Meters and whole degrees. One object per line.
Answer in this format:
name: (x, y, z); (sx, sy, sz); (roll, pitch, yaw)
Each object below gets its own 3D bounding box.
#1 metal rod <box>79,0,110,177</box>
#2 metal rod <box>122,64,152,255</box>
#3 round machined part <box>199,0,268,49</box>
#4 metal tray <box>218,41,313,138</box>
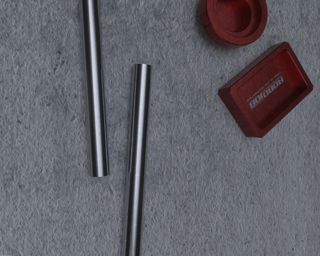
metal rod: (-0.083, -0.091, 0.378); (0.025, 0.025, 0.298); (-4, 91, -20)
metal rod: (-0.031, 0.068, 0.398); (0.025, 0.025, 0.298); (4, 89, -20)
round machined part: (0.098, -0.161, 0.438); (0.099, 0.042, 0.097); (0, 90, -21)
metal tray: (0.162, -0.058, 0.467); (0.131, 0.030, 0.090); (-39, 103, -16)
